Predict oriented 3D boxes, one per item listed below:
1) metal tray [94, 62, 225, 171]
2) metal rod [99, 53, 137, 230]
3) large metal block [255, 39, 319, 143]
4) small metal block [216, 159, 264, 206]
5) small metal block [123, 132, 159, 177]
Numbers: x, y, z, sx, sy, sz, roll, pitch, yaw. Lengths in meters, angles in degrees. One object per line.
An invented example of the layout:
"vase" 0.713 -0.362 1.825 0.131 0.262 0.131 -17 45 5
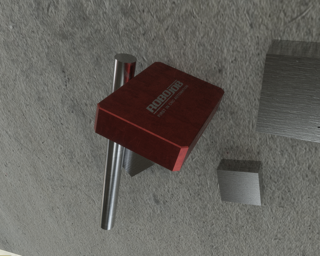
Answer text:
"metal tray" 0.006 -0.020 0.322 0.090 0.131 0.030 26 127 12
"metal rod" -0.063 0.041 0.431 0.025 0.025 0.298 22 127 14
"large metal block" 0.141 -0.035 0.294 0.080 0.050 0.079 11 123 22
"small metal block" 0.103 0.068 0.394 0.050 0.025 0.050 1 119 27
"small metal block" -0.036 0.037 0.447 0.050 0.025 0.050 -34 100 38
